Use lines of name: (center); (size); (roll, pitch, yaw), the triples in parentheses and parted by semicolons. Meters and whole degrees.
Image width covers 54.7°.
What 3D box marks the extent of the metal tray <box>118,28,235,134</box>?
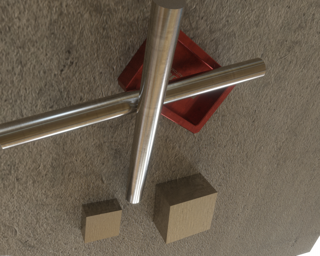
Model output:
metal tray: (0.025, -0.057, 0.383); (0.131, 0.030, 0.090); (29, 102, -38)

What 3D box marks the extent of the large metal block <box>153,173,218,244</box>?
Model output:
large metal block: (0.038, 0.126, 0.492); (0.081, 0.050, 0.079); (-10, 123, -24)

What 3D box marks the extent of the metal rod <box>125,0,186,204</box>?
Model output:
metal rod: (-0.016, 0.002, 0.339); (0.025, 0.025, 0.298); (-13, 144, -22)

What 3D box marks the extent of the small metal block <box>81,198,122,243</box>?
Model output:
small metal block: (-0.085, 0.133, 0.444); (0.050, 0.025, 0.050); (-5, 121, -27)

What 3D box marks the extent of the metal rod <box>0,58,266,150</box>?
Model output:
metal rod: (-0.014, -0.033, 0.340); (0.302, 0.025, 0.025); (-17, 126, -18)
